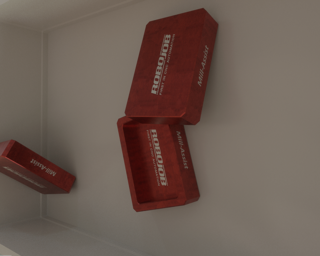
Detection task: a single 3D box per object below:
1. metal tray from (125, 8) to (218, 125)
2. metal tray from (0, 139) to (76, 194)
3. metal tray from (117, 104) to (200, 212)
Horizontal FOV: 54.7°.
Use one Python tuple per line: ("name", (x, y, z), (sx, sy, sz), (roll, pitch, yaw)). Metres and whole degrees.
("metal tray", (0.013, -0.070, 0.369), (0.090, 0.030, 0.130), (2, 74, 40))
("metal tray", (-0.221, 0.071, 0.525), (0.090, 0.130, 0.030), (-11, 49, 39))
("metal tray", (-0.006, 0.039, 0.408), (0.090, 0.030, 0.129), (-20, 77, 38))
